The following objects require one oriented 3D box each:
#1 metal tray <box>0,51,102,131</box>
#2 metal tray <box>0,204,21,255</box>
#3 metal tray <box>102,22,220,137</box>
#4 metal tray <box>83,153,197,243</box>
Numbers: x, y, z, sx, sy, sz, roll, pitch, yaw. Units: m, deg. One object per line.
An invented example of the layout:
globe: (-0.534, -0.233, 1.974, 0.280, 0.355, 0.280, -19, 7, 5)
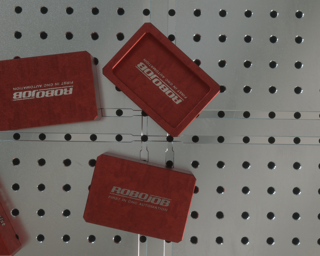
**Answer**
metal tray: (-0.149, -0.048, 0.410, 0.131, 0.030, 0.090, -7, 90, 0)
metal tray: (-0.257, 0.127, 0.409, 0.090, 0.030, 0.130, -26, 90, 0)
metal tray: (0.002, -0.062, 0.410, 0.130, 0.030, 0.090, 42, 90, 0)
metal tray: (-0.026, 0.090, 0.411, 0.131, 0.030, 0.090, 13, 90, 0)
